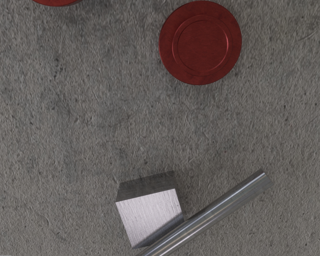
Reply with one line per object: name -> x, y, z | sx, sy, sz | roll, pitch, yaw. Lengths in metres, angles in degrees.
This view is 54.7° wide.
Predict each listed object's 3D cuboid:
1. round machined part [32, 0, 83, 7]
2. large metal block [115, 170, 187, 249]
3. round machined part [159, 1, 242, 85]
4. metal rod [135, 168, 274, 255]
round machined part -> -0.111, -0.182, 0.332 | 0.099, 0.042, 0.097 | 0, 110, 0
large metal block -> -0.009, 0.115, 0.439 | 0.080, 0.050, 0.080 | -14, 110, 5
round machined part -> 0.048, -0.098, 0.365 | 0.099, 0.042, 0.097 | 0, 110, 0
metal rod -> 0.018, 0.150, 0.411 | 0.300, 0.025, 0.025 | -39, 106, 13
